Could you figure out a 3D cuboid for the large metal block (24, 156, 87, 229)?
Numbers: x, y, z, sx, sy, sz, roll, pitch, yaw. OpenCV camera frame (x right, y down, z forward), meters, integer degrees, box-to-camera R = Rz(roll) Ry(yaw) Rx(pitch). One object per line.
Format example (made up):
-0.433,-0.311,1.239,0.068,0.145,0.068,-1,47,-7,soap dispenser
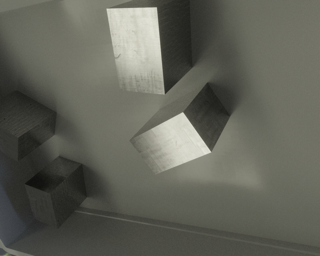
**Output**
-0.174,0.108,0.529,0.050,0.080,0.079,14,124,20,large metal block

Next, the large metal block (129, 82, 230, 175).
0.025,0.000,0.359,0.080,0.080,0.050,-28,103,37,large metal block

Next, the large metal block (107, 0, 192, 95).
-0.005,-0.089,0.320,0.050,0.080,0.079,8,122,24,large metal block

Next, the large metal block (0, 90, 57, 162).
-0.223,-0.006,0.484,0.080,0.080,0.050,28,128,10,large metal block
